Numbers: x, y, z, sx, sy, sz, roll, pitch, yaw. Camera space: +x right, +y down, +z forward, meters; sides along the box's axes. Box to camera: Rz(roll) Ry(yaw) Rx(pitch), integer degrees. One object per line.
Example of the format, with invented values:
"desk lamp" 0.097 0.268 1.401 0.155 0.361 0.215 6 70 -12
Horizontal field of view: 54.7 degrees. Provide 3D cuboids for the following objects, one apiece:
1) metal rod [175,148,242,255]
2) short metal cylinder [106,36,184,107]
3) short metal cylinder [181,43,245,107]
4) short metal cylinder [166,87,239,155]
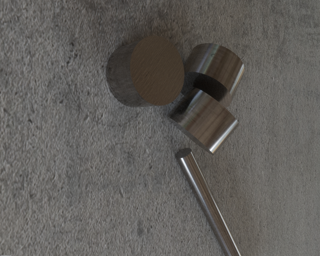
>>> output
"metal rod" 0.095 0.160 0.484 0.025 0.025 0.299 -41 115 -32
"short metal cylinder" -0.017 -0.066 0.374 0.081 0.050 0.080 0 90 -40
"short metal cylinder" 0.069 -0.069 0.426 0.080 0.080 0.050 42 64 -32
"short metal cylinder" 0.055 -0.009 0.407 0.050 0.080 0.080 -50 122 -2
